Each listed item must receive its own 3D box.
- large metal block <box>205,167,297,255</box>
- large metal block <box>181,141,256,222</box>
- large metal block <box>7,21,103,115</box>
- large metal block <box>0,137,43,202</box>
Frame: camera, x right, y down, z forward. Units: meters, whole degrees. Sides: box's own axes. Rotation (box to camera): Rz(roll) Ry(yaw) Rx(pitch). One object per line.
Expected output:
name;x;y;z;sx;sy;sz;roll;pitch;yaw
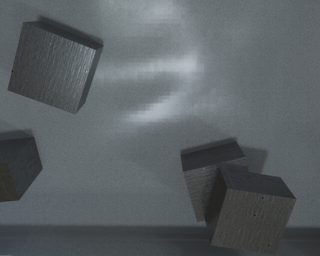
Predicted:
large metal block;0.107;0.102;0.383;0.081;0.050;0.079;10;110;-4
large metal block;0.079;0.073;0.425;0.080;0.050;0.080;-15;110;5
large metal block;-0.122;-0.073;0.370;0.080;0.050;0.079;20;109;-8
large metal block;-0.211;0.054;0.400;0.080;0.080;0.050;-6;110;2
